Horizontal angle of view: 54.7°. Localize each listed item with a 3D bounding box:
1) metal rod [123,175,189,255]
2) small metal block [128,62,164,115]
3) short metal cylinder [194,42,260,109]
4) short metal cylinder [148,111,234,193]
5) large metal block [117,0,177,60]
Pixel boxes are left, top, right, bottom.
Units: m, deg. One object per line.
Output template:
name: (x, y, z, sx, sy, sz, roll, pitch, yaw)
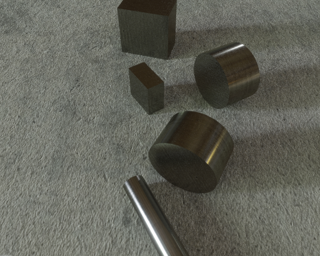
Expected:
metal rod: (0.042, 0.163, 0.266, 0.025, 0.025, 0.300, -23, 54, -18)
small metal block: (-0.019, -0.055, 0.433, 0.025, 0.050, 0.050, -27, 55, -21)
short metal cylinder: (0.091, -0.072, 0.429, 0.050, 0.080, 0.080, -24, 54, -18)
short metal cylinder: (0.035, 0.027, 0.345, 0.080, 0.080, 0.050, 22, 54, 17)
large metal block: (-0.019, -0.165, 0.506, 0.080, 0.080, 0.050, 12, 51, 10)
